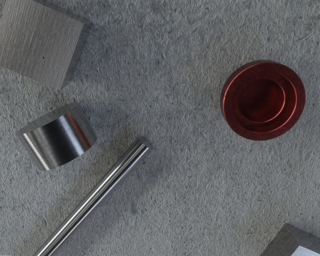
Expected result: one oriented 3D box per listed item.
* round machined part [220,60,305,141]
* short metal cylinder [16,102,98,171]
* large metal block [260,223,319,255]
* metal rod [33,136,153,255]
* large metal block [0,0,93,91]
[{"bbox_3d":[0.124,-0.037,0.389,0.099,0.042,0.097,0,110,-1],"label":"round machined part"},{"bbox_3d":[-0.125,0.009,0.382,0.080,0.080,0.050,-22,109,7],"label":"short metal cylinder"},{"bbox_3d":[0.213,0.206,0.476,0.080,0.050,0.080,25,108,-10],"label":"large metal block"},{"bbox_3d":[-0.116,0.126,0.454,0.025,0.025,0.299,39,105,-13],"label":"metal rod"},{"bbox_3d":[-0.134,-0.101,0.358,0.080,0.050,0.079,23,108,-9],"label":"large metal block"}]
